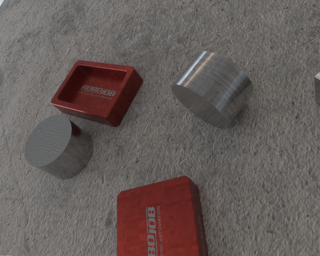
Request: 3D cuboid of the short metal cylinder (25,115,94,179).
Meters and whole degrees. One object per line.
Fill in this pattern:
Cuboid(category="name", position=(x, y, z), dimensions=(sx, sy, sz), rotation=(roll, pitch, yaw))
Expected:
Cuboid(category="short metal cylinder", position=(-0.145, 0.028, 0.447), dimensions=(0.080, 0.050, 0.080), rotation=(-13, 56, 21))

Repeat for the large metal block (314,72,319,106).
Cuboid(category="large metal block", position=(0.214, -0.042, 0.301), dimensions=(0.080, 0.050, 0.080), rotation=(-41, 51, 0))

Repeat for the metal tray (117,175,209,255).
Cuboid(category="metal tray", position=(0.001, 0.123, 0.324), dimensions=(0.090, 0.030, 0.130), rotation=(-17, 55, 18))

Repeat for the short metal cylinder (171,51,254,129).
Cuboid(category="short metal cylinder", position=(0.061, -0.043, 0.363), dimensions=(0.080, 0.080, 0.050), rotation=(32, 79, 38))

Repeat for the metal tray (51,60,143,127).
Cuboid(category="metal tray", position=(-0.101, -0.058, 0.489), dimensions=(0.130, 0.030, 0.090), rotation=(14, 69, 33))
